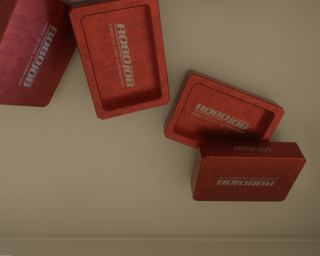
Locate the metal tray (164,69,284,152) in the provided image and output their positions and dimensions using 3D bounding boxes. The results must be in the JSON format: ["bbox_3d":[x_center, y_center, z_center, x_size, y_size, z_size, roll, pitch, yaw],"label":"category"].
[{"bbox_3d":[0.081,-0.011,0.405,0.131,0.030,0.089,20,109,-8],"label":"metal tray"}]

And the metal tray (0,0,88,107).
[{"bbox_3d":[-0.143,-0.086,0.342,0.030,0.090,0.129,40,109,24],"label":"metal tray"}]

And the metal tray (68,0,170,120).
[{"bbox_3d":[-0.042,-0.080,0.352,0.091,0.030,0.129,-15,124,-10],"label":"metal tray"}]

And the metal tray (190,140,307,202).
[{"bbox_3d":[0.112,0.059,0.412,0.131,0.030,0.089,1,131,-4],"label":"metal tray"}]
